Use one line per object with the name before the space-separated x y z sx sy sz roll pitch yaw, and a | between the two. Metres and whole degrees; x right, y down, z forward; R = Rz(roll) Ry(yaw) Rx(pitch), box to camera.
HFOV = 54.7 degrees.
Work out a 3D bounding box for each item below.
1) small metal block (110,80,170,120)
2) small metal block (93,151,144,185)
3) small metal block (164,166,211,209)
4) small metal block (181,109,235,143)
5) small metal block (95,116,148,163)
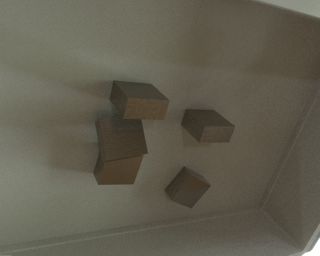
small metal block | -0.025 -0.032 0.359 0.050 0.050 0.025 1 118 -29
small metal block | -0.055 0.047 0.408 0.050 0.025 0.050 6 116 -31
small metal block | 0.044 0.095 0.491 0.050 0.025 0.050 32 100 -38
small metal block | 0.065 -0.003 0.426 0.050 0.050 0.025 0 118 -29
small metal block | -0.047 0.012 0.373 0.050 0.025 0.050 -8 81 -24
